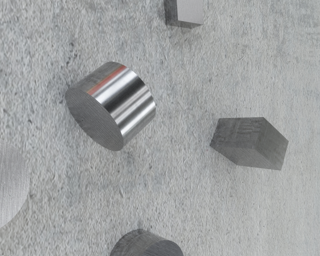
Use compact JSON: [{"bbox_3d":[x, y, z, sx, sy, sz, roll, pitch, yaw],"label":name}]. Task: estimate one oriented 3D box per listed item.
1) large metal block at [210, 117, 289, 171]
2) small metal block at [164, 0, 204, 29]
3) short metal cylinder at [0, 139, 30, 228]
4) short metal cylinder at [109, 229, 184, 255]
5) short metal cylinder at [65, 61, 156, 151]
[{"bbox_3d":[0.140,0.024,0.487,0.080,0.080,0.050,34,69,-35],"label":"large metal block"},{"bbox_3d":[0.033,-0.169,0.432,0.050,0.025,0.050,-7,95,-40],"label":"small metal block"},{"bbox_3d":[-0.158,0.044,0.256,0.081,0.050,0.079,0,90,-40],"label":"short metal cylinder"},{"bbox_3d":[-0.016,0.170,0.375,0.081,0.050,0.079,0,90,-40],"label":"short metal cylinder"},{"bbox_3d":[-0.052,-0.022,0.326,0.050,0.080,0.080,-45,117,-31],"label":"short metal cylinder"}]
